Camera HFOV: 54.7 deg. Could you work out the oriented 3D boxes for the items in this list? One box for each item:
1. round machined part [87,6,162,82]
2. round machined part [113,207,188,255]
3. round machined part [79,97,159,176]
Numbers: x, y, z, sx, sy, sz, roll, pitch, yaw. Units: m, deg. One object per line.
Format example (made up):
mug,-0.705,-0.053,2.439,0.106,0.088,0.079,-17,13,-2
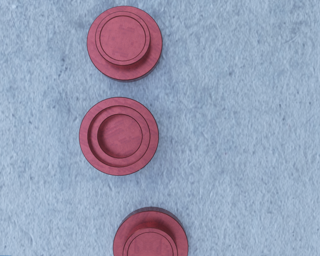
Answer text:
round machined part,-0.046,-0.110,0.401,0.099,0.042,0.097,0,90,-1
round machined part,-0.012,0.156,0.401,0.099,0.042,0.097,0,90,-1
round machined part,-0.050,0.010,0.401,0.099,0.042,0.097,0,90,-1
